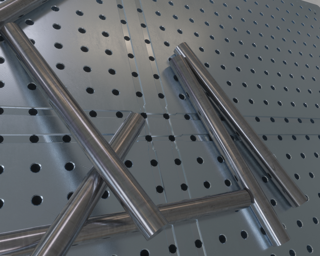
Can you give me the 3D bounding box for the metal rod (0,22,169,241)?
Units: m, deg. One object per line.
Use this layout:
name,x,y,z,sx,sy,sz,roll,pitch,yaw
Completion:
metal rod,-0.093,-0.013,0.329,0.025,0.025,0.300,-24,64,-36

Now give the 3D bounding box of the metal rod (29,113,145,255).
metal rod,-0.078,0.079,0.286,0.025,0.025,0.301,34,42,-6

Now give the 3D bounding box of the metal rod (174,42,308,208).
metal rod,0.118,-0.011,0.477,0.025,0.025,0.299,-27,77,-37

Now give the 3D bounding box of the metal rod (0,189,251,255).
metal rod,-0.021,0.099,0.335,0.302,0.025,0.025,-2,63,-29

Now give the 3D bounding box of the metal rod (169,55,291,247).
metal rod,0.092,0.021,0.443,0.025,0.025,0.299,-16,70,-34

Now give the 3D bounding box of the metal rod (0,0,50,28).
metal rod,-0.194,-0.143,0.389,0.025,0.025,0.301,36,51,-4
